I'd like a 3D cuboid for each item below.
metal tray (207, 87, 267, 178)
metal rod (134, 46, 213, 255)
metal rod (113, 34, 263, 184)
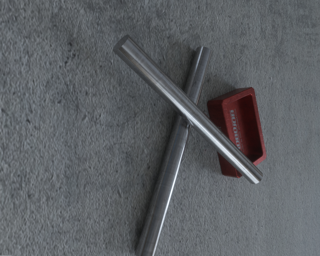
[{"bbox_3d":[0.130,0.006,0.513,0.091,0.030,0.129,-24,105,-38],"label":"metal tray"},{"bbox_3d":[0.023,0.024,0.426,0.025,0.025,0.299,28,72,-37],"label":"metal rod"},{"bbox_3d":[0.054,-0.008,0.418,0.300,0.025,0.025,41,65,-30],"label":"metal rod"}]
